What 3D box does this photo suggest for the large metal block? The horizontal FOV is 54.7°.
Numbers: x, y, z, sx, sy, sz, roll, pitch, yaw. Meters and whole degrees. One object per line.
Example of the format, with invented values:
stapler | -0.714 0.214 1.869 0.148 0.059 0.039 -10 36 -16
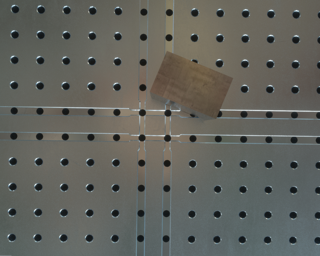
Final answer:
large metal block | 0.035 -0.048 0.386 0.080 0.080 0.050 22 90 -1
